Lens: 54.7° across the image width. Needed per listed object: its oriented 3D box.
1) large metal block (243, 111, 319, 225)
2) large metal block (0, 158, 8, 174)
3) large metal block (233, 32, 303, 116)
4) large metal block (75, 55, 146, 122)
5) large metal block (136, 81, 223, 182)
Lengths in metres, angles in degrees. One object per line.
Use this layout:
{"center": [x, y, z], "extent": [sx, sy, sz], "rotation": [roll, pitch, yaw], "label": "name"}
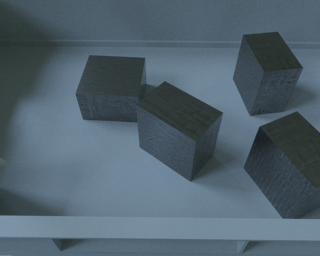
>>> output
{"center": [0.143, 0.043, 0.334], "extent": [0.050, 0.080, 0.080], "rotation": [-20, 53, -16], "label": "large metal block"}
{"center": [-0.204, 0.067, 0.302], "extent": [0.050, 0.080, 0.080], "rotation": [34, 47, -22], "label": "large metal block"}
{"center": [0.145, -0.076, 0.434], "extent": [0.050, 0.080, 0.080], "rotation": [-7, 50, -6], "label": "large metal block"}
{"center": [-0.064, -0.056, 0.435], "extent": [0.080, 0.050, 0.080], "rotation": [3, 50, 2], "label": "large metal block"}
{"center": [0.021, 0.004, 0.366], "extent": [0.080, 0.080, 0.050], "rotation": [32, 57, 24], "label": "large metal block"}
